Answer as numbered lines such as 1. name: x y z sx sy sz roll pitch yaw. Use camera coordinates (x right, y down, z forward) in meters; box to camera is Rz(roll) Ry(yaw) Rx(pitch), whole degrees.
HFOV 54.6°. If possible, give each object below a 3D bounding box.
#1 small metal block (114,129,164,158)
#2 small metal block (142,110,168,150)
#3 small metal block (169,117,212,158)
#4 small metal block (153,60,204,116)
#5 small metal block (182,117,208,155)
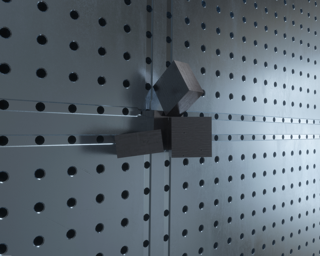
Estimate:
1. small metal block: -0.024 0.017 0.358 0.050 0.050 0.025 -7 89 -5
2. small metal block: 0.004 0.003 0.411 0.050 0.025 0.050 3 88 -40
3. small metal block: 0.038 0.011 0.392 0.050 0.025 0.050 0 90 -7
4. small metal block: 0.022 -0.049 0.397 0.025 0.050 0.050 4 52 -39
5. small metal block: 0.050 0.012 0.436 0.050 0.025 0.050 7 85 -71
